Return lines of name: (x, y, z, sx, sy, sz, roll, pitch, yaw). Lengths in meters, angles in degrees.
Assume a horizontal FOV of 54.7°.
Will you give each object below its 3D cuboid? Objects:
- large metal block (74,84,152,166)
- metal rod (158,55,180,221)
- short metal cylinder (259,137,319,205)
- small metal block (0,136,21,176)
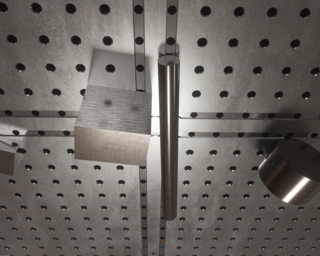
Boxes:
large metal block: (-0.053, -0.004, 0.371, 0.081, 0.080, 0.050, 7, 130, -6)
metal rod: (0.013, 0.038, 0.443, 0.025, 0.025, 0.298, -1, 130, 1)
short metal cylinder: (0.186, 0.059, 0.429, 0.081, 0.080, 0.050, 14, 129, -12)
small metal block: (-0.230, 0.038, 0.441, 0.050, 0.025, 0.050, 15, 128, -13)
